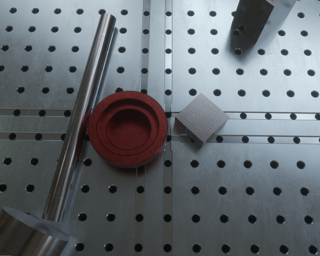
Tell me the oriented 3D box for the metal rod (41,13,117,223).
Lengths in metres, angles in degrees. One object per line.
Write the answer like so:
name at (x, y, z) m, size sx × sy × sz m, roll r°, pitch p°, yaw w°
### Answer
metal rod at (-0.104, -0.028, 0.420) m, size 0.025 × 0.025 × 0.299 m, roll 9°, pitch 70°, yaw 3°

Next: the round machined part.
round machined part at (-0.039, 0.005, 0.401) m, size 0.099 × 0.042 × 0.098 m, roll 0°, pitch 70°, yaw -1°

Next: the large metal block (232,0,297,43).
large metal block at (0.159, -0.186, 0.453) m, size 0.080 × 0.080 × 0.050 m, roll -42°, pitch 76°, yaw -14°

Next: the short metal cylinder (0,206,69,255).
short metal cylinder at (-0.148, 0.126, 0.335) m, size 0.080 × 0.080 × 0.050 m, roll 26°, pitch 72°, yaw 9°

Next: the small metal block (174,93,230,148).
small metal block at (0.055, -0.010, 0.416) m, size 0.050 × 0.025 × 0.050 m, roll 43°, pitch 75°, yaw 14°
